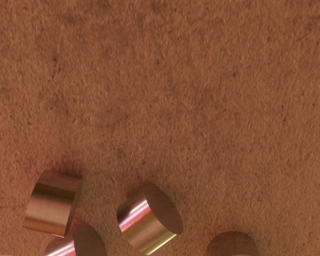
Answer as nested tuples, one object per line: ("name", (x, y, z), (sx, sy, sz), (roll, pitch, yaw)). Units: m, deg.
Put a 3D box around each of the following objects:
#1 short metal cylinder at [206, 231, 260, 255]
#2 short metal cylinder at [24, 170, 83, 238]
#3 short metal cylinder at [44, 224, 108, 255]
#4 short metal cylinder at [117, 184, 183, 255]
("short metal cylinder", (0.115, 0.208, 0.475), (0.081, 0.050, 0.079), (0, 110, -1))
("short metal cylinder", (-0.140, 0.101, 0.416), (0.050, 0.080, 0.079), (15, 109, -6))
("short metal cylinder", (-0.119, 0.189, 0.448), (0.050, 0.080, 0.080), (-30, 108, 10))
("short metal cylinder", (-0.013, 0.124, 0.426), (0.050, 0.080, 0.080), (-40, 106, 13))
